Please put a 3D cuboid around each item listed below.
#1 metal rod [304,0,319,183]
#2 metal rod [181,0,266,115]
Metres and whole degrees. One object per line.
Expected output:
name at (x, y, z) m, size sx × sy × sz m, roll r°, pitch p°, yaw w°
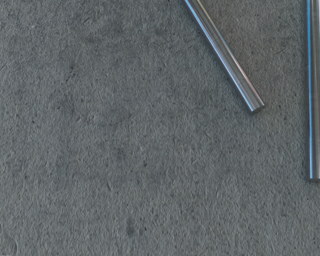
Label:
metal rod at (0.217, -0.073, 0.436) m, size 0.025 × 0.025 × 0.299 m, roll 8°, pitch 70°, yaw 3°
metal rod at (0.070, -0.152, 0.463) m, size 0.025 × 0.025 × 0.299 m, roll -23°, pitch 72°, yaw -8°
